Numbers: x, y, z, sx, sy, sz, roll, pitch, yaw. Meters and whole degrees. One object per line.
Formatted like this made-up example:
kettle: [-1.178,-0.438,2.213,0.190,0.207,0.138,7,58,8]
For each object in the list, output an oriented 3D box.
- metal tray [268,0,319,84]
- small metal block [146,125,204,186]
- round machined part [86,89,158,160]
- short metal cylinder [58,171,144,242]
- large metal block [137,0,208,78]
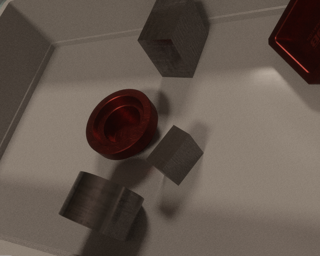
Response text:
metal tray: [0.180,-0.122,0.327,0.030,0.129,0.090,-4,48,-25]
small metal block: [0.019,0.033,0.359,0.025,0.050,0.050,32,80,38]
round machined part: [-0.047,-0.001,0.418,0.098,0.042,0.098,-13,56,20]
short metal cylinder: [-0.065,0.088,0.349,0.080,0.080,0.050,11,67,32]
large metal block: [0.022,-0.127,0.436,0.050,0.080,0.080,7,65,31]
